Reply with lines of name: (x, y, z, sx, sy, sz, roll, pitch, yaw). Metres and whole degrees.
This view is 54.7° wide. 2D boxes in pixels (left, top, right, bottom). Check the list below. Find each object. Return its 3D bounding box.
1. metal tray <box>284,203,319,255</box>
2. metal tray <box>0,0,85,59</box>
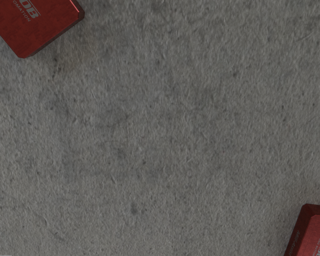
metal tray: (0.251, 0.184, 0.478, 0.091, 0.030, 0.129, 8, 110, -4)
metal tray: (-0.161, -0.157, 0.347, 0.090, 0.030, 0.130, -32, 107, 11)
